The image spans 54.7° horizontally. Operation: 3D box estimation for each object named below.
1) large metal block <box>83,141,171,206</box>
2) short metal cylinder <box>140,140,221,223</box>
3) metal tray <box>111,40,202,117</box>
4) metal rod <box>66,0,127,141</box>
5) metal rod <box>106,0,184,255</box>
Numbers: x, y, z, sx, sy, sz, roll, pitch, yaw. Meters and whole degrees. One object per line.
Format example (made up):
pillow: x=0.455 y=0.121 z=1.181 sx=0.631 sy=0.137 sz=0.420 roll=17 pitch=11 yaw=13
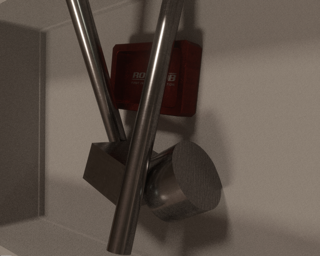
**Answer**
large metal block: x=-0.038 y=0.056 z=0.400 sx=0.080 sy=0.081 sz=0.050 roll=28 pitch=108 yaw=36
short metal cylinder: x=0.024 y=0.061 z=0.350 sx=0.050 sy=0.081 sz=0.080 roll=-32 pitch=70 yaw=35
metal tray: x=-0.011 y=-0.065 z=0.410 sx=0.130 sy=0.030 sz=0.089 roll=9 pitch=96 yaw=39
metal rod: x=-0.083 y=-0.091 z=0.383 sx=0.025 sy=0.025 sz=0.298 roll=14 pitch=128 yaw=39
metal rod: x=-0.012 y=-0.019 z=0.341 sx=0.025 sy=0.025 sz=0.299 roll=2 pitch=75 yaw=39
